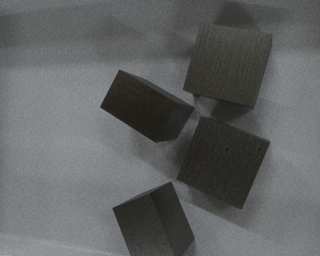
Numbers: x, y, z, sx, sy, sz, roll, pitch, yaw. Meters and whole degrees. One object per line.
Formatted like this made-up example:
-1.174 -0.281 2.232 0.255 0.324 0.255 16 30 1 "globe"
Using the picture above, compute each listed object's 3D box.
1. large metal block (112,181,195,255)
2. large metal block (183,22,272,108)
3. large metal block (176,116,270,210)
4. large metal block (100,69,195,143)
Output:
-0.004 0.119 0.382 0.050 0.080 0.080 -25 82 18 "large metal block"
0.081 -0.072 0.368 0.080 0.050 0.079 16 95 19 "large metal block"
0.077 0.038 0.370 0.080 0.050 0.080 23 97 18 "large metal block"
-0.012 -0.026 0.385 0.080 0.080 0.050 32 100 17 "large metal block"
